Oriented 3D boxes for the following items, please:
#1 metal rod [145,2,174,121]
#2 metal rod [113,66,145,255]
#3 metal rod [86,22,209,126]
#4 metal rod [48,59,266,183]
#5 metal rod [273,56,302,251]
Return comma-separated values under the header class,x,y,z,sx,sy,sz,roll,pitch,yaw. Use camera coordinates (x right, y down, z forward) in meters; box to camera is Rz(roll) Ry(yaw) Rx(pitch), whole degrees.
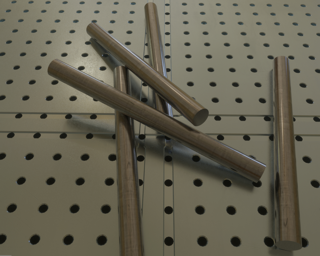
class,x,y,z,sx,sy,sz,roll,pitch,yaw
metal rod,-0.006,-0.119,0.507,0.025,0.025,0.300,-3,50,-3
metal rod,-0.042,0.028,0.383,0.025,0.025,0.300,-5,50,-5
metal rod,-0.036,-0.095,0.462,0.025,0.025,0.300,-28,48,-22
metal rod,-0.012,-0.014,0.392,0.301,0.025,0.025,27,55,11
metal rod,0.162,0.006,0.404,0.025,0.025,0.300,10,51,8
